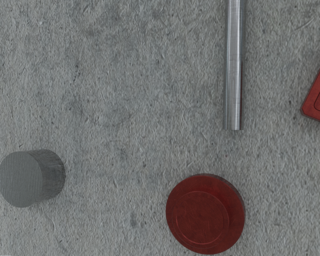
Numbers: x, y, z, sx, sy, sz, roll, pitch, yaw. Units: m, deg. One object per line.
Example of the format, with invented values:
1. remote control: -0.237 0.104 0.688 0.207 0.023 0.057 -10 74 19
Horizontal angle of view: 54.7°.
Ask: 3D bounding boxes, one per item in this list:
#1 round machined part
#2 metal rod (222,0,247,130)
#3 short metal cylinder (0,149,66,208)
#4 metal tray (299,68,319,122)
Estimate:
1. round machined part: 0.053 0.107 0.381 0.098 0.042 0.097 0 90 19
2. metal rod: 0.092 -0.147 0.376 0.025 0.025 0.298 1 90 19
3. short metal cylinder: -0.190 0.073 0.461 0.080 0.050 0.079 0 90 19
4. metal tray: 0.230 -0.031 0.325 0.130 0.030 0.089 25 98 17
